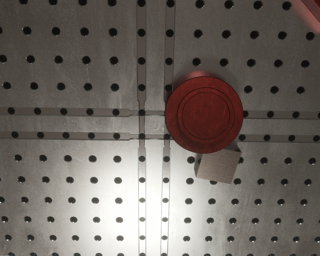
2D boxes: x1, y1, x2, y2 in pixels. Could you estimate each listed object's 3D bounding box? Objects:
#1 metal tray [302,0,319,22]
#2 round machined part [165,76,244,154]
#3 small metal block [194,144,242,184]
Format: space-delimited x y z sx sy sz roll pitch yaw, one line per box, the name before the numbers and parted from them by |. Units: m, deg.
metal tray | 0.198 -0.182 0.347 0.130 0.030 0.090 42 104 -14
round machined part | 0.055 -0.016 0.386 0.099 0.042 0.097 0 94 2
small metal block | 0.079 0.046 0.432 0.050 0.025 0.050 11 110 -5
